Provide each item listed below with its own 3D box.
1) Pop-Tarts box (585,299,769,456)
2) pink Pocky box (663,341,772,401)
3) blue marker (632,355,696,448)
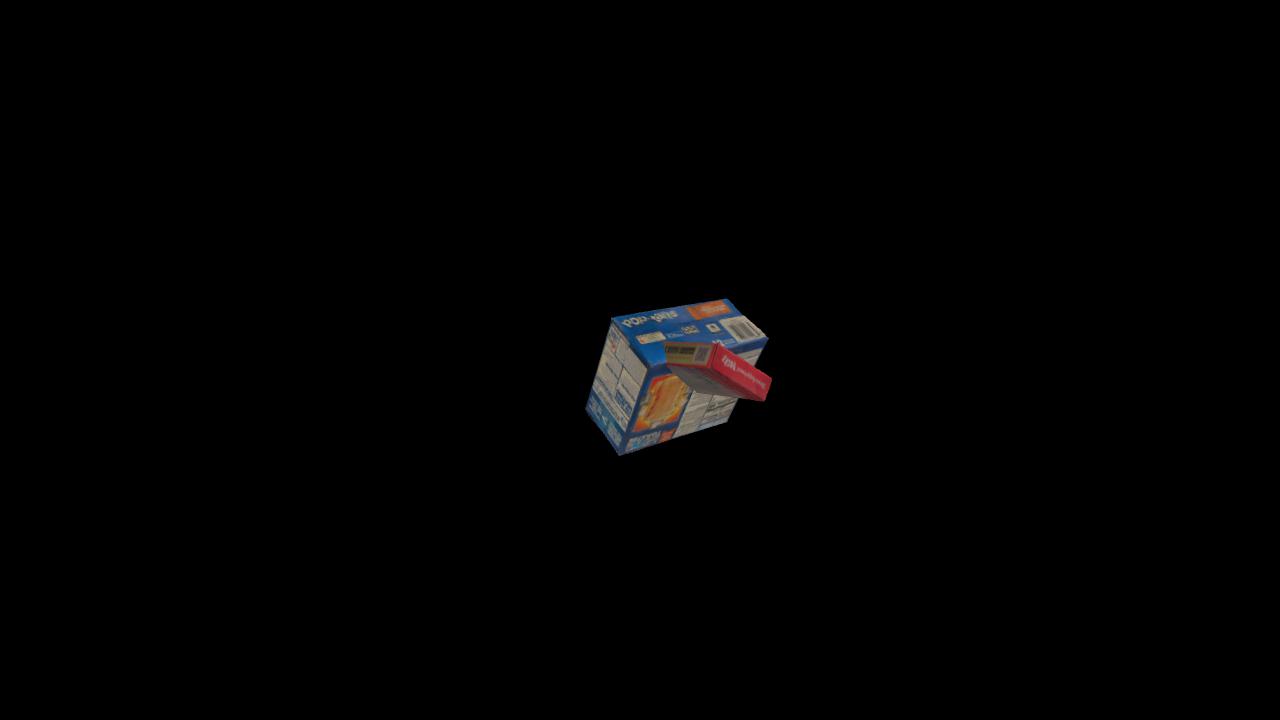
[{"bbox_3d":[0.040,0.016,0.707,0.167,0.141,0.083,-12,47,-33],"label":"Pop-Tarts box"},{"bbox_3d":[0.053,0.009,0.643,0.084,0.029,0.155,30,-14,-33],"label":"pink Pocky box"},{"bbox_3d":[0.000,0.066,0.735,0.020,0.020,0.121,0,27,8],"label":"blue marker"}]
